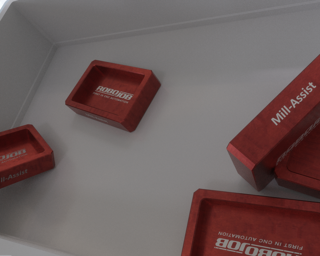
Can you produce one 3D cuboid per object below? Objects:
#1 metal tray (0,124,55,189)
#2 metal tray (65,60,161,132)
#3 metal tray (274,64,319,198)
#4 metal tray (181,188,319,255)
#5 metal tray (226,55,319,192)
[{"bbox_3d":[-0.233,0.045,0.449,0.131,0.030,0.090,-21,43,-34],"label":"metal tray"},{"bbox_3d":[-0.074,-0.053,0.473,0.130,0.030,0.090,18,71,35],"label":"metal tray"},{"bbox_3d":[0.175,0.005,0.298,0.090,0.030,0.130,16,72,29],"label":"metal tray"},{"bbox_3d":[0.089,0.110,0.287,0.130,0.030,0.090,1,62,28],"label":"metal tray"},{"bbox_3d":[0.126,-0.003,0.296,0.130,0.090,0.030,-44,59,-2],"label":"metal tray"}]
